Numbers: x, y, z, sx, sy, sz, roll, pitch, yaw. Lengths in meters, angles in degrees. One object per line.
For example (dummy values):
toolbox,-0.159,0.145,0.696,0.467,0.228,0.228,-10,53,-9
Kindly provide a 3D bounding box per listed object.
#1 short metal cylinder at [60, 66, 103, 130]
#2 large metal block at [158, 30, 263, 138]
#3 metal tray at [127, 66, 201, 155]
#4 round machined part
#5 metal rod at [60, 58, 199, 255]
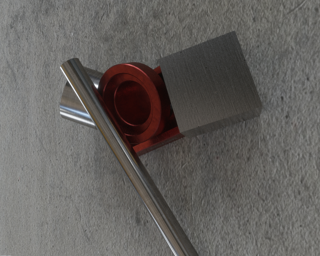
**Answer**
short metal cylinder,-0.100,-0.043,0.442,0.050,0.080,0.079,19,105,1
large metal block,0.052,-0.042,0.324,0.080,0.050,0.080,-18,77,11
metal tray,-0.009,-0.022,0.408,0.130,0.030,0.090,-26,74,36
round machined part,-0.028,-0.033,0.385,0.098,0.042,0.097,12,112,32
metal rod,-0.033,0.048,0.375,0.025,0.025,0.299,-34,87,35
